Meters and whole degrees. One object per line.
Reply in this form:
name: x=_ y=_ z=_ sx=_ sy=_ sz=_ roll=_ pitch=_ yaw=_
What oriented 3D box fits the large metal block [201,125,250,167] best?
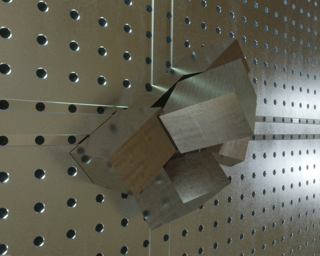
large metal block: x=0.093 y=0.007 z=0.441 sx=0.050 sy=0.080 sz=0.080 roll=15 pitch=77 yaw=3

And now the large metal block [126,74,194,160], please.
large metal block: x=0.010 y=-0.011 z=0.402 sx=0.080 sy=0.050 sz=0.080 roll=-47 pitch=118 yaw=-30

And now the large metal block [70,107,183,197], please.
large metal block: x=-0.037 y=0.022 z=0.340 sx=0.080 sy=0.080 sz=0.050 roll=-46 pitch=118 yaw=-30

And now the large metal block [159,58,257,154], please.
large metal block: x=0.056 y=-0.025 z=0.337 sx=0.050 sy=0.080 sz=0.080 roll=60 pitch=31 yaw=-23

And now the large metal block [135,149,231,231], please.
large metal block: x=0.026 y=0.076 z=0.385 sx=0.081 sy=0.080 sz=0.050 roll=-11 pitch=61 yaw=-39

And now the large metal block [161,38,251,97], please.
large metal block: x=0.062 y=-0.073 z=0.424 sx=0.080 sy=0.080 sz=0.050 roll=-47 pitch=119 yaw=-30
